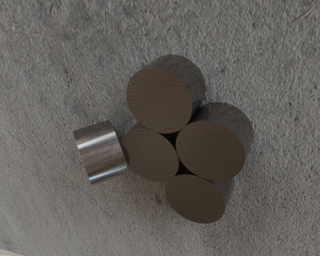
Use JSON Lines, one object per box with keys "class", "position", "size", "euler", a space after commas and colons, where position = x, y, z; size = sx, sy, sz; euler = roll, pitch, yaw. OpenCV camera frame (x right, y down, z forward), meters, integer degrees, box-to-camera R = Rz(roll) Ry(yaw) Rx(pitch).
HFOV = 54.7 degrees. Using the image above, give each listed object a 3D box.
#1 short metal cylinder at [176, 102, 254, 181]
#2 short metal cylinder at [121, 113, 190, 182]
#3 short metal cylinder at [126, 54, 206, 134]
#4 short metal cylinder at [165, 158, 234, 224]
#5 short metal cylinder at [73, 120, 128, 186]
{"class": "short metal cylinder", "position": [0.066, 0.015, 0.367], "size": [0.080, 0.050, 0.079], "euler": [13, 124, 21]}
{"class": "short metal cylinder", "position": [-0.003, 0.023, 0.408], "size": [0.080, 0.050, 0.079], "euler": [13, 124, 21]}
{"class": "short metal cylinder", "position": [0.008, -0.040, 0.363], "size": [0.080, 0.050, 0.079], "euler": [13, 124, 21]}
{"class": "short metal cylinder", "position": [0.054, 0.079, 0.413], "size": [0.080, 0.050, 0.079], "euler": [13, 124, 21]}
{"class": "short metal cylinder", "position": [-0.083, 0.034, 0.430], "size": [0.080, 0.050, 0.080], "euler": [161, 90, -76]}
